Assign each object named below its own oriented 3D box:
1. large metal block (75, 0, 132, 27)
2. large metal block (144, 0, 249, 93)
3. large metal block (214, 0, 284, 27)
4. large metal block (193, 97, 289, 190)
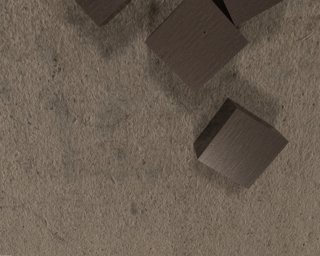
[{"bbox_3d":[-0.061,-0.169,0.333,0.080,0.050,0.080,-39,106,12],"label":"large metal block"},{"bbox_3d":[0.040,-0.102,0.360,0.080,0.050,0.080,43,104,-14],"label":"large metal block"},{"bbox_3d":[0.096,-0.167,0.336,0.080,0.050,0.080,-28,108,9],"label":"large metal block"},{"bbox_3d":[0.102,0.020,0.405,0.080,0.050,0.080,31,107,-11],"label":"large metal block"}]
